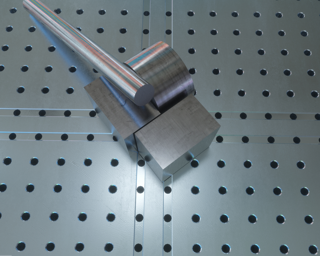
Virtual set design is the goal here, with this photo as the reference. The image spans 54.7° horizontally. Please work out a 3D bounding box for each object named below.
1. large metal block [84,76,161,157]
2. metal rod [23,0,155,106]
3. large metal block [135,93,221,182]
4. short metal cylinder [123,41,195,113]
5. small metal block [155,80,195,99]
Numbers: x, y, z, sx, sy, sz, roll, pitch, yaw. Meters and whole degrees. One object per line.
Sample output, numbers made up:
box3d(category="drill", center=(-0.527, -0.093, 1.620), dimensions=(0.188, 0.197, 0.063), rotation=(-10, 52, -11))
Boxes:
box3d(category="large metal block", center=(-0.044, -0.018, 0.389), dimensions=(0.050, 0.080, 0.080), rotation=(-36, 74, -12))
box3d(category="metal rod", center=(-0.108, -0.113, 0.396), dimensions=(0.025, 0.025, 0.300), rotation=(-40, 54, -13))
box3d(category="large metal block", center=(0.020, 0.015, 0.375), dimensions=(0.080, 0.080, 0.050), rotation=(-36, 74, -12))
box3d(category="short metal cylinder", center=(-0.003, -0.057, 0.376), dimensions=(0.050, 0.080, 0.080), rotation=(-35, 74, -12))
box3d(category="small metal block", center=(0.012, -0.050, 0.431), dimensions=(0.050, 0.025, 0.050), rotation=(-40, 75, -14))
